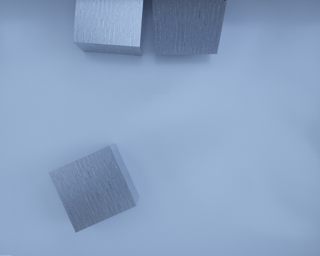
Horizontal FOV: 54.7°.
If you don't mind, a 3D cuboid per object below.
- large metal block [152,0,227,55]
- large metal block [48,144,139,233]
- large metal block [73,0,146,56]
[{"bbox_3d":[0.032,-0.137,0.377,0.081,0.080,0.050,-1,54,0],"label":"large metal block"},{"bbox_3d":[-0.081,0.074,0.398,0.080,0.050,0.080,-24,90,0],"label":"large metal block"},{"bbox_3d":[-0.062,-0.141,0.398,0.080,0.050,0.080,4,90,0],"label":"large metal block"}]
